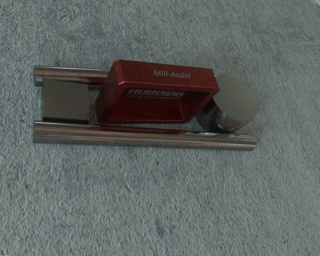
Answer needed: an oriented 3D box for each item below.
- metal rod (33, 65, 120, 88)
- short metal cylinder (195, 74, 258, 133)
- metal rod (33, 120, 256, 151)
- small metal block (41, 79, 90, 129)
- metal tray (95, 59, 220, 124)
[{"bbox_3d":[-0.016,-0.068,0.438,0.303,0.025,0.025,-3,63,-30],"label":"metal rod"},{"bbox_3d":[0.096,-0.032,0.460,0.081,0.050,0.080,14,56,-21],"label":"short metal cylinder"},{"bbox_3d":[0.000,0.013,0.398,0.302,0.025,0.025,4,60,-26],"label":"metal rod"},{"bbox_3d":[-0.111,-0.027,0.362,0.050,0.025,0.050,4,60,-26],"label":"small metal block"},{"bbox_3d":[-0.004,-0.039,0.384,0.131,0.090,0.030,0,62,-28],"label":"metal tray"}]
